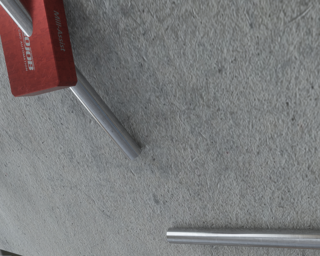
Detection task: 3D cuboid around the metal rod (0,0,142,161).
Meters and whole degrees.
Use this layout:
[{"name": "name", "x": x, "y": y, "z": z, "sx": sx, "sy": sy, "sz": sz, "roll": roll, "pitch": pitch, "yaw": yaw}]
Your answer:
[{"name": "metal rod", "x": -0.120, "y": -0.075, "z": 0.397, "sx": 0.025, "sy": 0.025, "sz": 0.299, "roll": -21, "pitch": 115, "yaw": 36}]

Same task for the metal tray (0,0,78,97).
[{"name": "metal tray", "x": -0.157, "y": -0.110, "z": 0.388, "sx": 0.090, "sy": 0.030, "sz": 0.129, "roll": -7, "pitch": 94, "yaw": 31}]

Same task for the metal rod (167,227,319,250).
[{"name": "metal rod", "x": 0.142, "y": 0.150, "z": 0.424, "sx": 0.300, "sy": 0.025, "sz": 0.025, "roll": -11, "pitch": 113, "yaw": 32}]
